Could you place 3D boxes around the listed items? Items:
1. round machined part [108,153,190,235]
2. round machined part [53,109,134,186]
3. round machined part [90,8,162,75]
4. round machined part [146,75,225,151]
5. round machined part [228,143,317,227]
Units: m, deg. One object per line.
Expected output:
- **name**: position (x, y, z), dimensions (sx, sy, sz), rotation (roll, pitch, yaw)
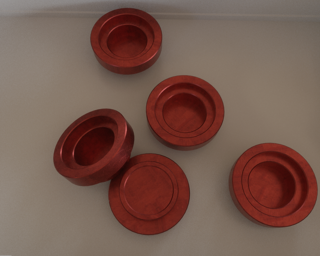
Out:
- **round machined part**: position (-0.013, 0.077, 0.372), dimensions (0.099, 0.042, 0.098), rotation (0, 70, -1)
- **round machined part**: position (-0.075, 0.027, 0.375), dimensions (0.098, 0.042, 0.098), rotation (-15, 48, 17)
- **round machined part**: position (-0.046, -0.119, 0.444), dimensions (0.099, 0.042, 0.098), rotation (0, 70, -1)
- **round machined part**: position (0.032, -0.017, 0.407), dimensions (0.099, 0.042, 0.098), rotation (0, 70, -1)
- **round machined part**: position (0.132, 0.070, 0.377), dimensions (0.099, 0.042, 0.098), rotation (0, 70, -1)
